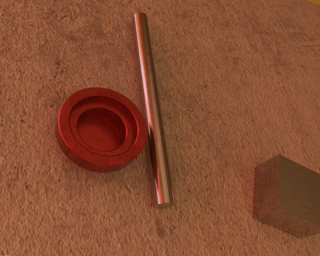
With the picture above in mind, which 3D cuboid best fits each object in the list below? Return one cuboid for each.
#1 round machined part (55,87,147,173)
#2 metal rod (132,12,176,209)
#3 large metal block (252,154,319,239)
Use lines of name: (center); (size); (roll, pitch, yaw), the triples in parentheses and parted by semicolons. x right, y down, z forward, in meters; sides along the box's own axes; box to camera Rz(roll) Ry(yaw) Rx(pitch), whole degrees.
round machined part: (-0.068, 0.006, 0.353); (0.099, 0.042, 0.098); (14, 56, -21)
metal rod: (-0.013, -0.043, 0.422); (0.025, 0.025, 0.299); (6, 59, -25)
large metal block: (0.178, 0.095, 0.426); (0.080, 0.050, 0.080); (25, 53, -13)
